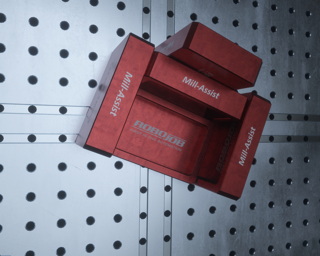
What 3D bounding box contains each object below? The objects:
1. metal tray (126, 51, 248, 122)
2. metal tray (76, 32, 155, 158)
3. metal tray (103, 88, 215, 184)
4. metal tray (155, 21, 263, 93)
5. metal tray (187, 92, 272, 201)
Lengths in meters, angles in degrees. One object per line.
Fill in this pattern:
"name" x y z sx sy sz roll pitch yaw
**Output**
"metal tray" 0.031 -0.046 0.389 0.131 0.090 0.030 23 83 -19
"metal tray" -0.055 -0.035 0.357 0.030 0.090 0.130 23 82 -19
"metal tray" 0.000 0.011 0.409 0.131 0.030 0.090 23 82 -19
"metal tray" 0.045 -0.075 0.372 0.090 0.130 0.030 24 83 -19
"metal tray" 0.088 0.021 0.409 0.030 0.090 0.130 23 83 -19
